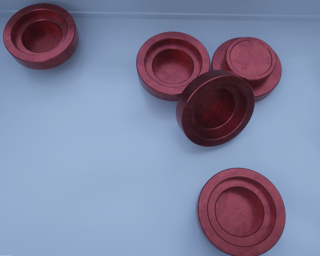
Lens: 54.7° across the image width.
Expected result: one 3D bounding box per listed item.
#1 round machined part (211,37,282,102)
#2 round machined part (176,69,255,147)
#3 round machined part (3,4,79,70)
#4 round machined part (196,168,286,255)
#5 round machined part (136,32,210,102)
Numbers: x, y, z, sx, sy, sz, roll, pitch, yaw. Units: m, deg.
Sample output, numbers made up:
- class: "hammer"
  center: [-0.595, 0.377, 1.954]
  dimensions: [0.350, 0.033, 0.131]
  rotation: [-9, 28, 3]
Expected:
- class: "round machined part"
  center: [0.122, -0.087, 0.434]
  dimensions: [0.099, 0.042, 0.098]
  rotation: [0, 70, -1]
- class: "round machined part"
  center: [0.066, -0.028, 0.392]
  dimensions: [0.099, 0.097, 0.042]
  rotation: [-22, 35, -8]
- class: "round machined part"
  center: [-0.166, -0.126, 0.444]
  dimensions: [0.099, 0.042, 0.098]
  rotation: [0, 70, -1]
- class: "round machined part"
  center: [0.091, 0.099, 0.366]
  dimensions: [0.099, 0.042, 0.098]
  rotation: [0, 70, -1]
- class: "round machined part"
  center: [0.018, -0.081, 0.430]
  dimensions: [0.099, 0.042, 0.098]
  rotation: [0, 70, -1]
